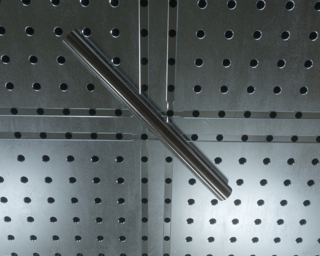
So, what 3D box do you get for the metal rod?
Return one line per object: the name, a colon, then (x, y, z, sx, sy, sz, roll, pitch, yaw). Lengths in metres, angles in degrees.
metal rod: (-0.007, -0.008, 0.411, 0.025, 0.025, 0.300, -41, 105, 13)
